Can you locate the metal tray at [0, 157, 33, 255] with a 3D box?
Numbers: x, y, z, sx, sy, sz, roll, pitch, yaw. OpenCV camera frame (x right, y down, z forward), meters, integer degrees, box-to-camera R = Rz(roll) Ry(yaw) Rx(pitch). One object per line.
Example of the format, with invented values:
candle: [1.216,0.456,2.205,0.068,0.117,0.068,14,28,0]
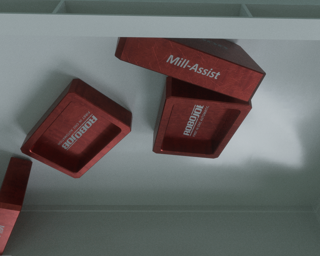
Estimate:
metal tray: [-0.226,0.117,0.454,0.030,0.090,0.129,18,123,-24]

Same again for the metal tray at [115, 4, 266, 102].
metal tray: [0.026,-0.075,0.300,0.131,0.090,0.030,16,119,-14]

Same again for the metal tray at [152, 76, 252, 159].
metal tray: [0.043,-0.007,0.374,0.091,0.030,0.129,6,149,-6]

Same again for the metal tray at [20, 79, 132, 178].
metal tray: [-0.110,0.007,0.409,0.090,0.030,0.130,34,122,-26]
